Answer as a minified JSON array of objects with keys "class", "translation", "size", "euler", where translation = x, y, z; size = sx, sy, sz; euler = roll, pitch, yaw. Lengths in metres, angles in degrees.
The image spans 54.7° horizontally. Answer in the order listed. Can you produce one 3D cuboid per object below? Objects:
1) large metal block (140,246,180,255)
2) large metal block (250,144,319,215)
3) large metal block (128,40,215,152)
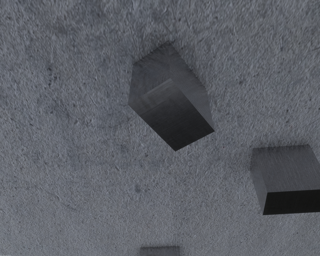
[{"class":"large metal block","translation":[0.002,0.288,0.636],"size":[0.080,0.050,0.080],"euler":[-3,130,2]},{"class":"large metal block","translation":[0.177,0.071,0.433],"size":[0.080,0.080,0.050],"euler":[-4,130,3]},{"class":"large metal block","translation":[0.013,-0.035,0.341],"size":[0.050,0.080,0.080],"euler":[-30,124,22]}]
